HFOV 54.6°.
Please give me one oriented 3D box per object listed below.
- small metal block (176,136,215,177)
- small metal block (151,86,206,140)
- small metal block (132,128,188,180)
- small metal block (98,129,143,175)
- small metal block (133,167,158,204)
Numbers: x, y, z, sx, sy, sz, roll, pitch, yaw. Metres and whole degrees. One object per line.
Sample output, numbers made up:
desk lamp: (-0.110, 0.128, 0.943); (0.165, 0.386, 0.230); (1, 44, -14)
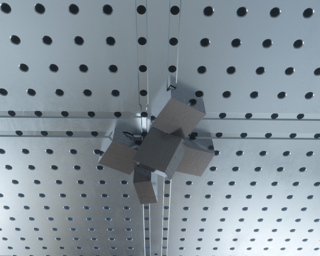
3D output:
small metal block: (0.044, 0.040, 0.446); (0.050, 0.025, 0.050); (14, 129, -12)
small metal block: (0.022, -0.018, 0.396); (0.050, 0.025, 0.050); (24, 126, -19)
small metal block: (0.001, 0.033, 0.407); (0.050, 0.050, 0.025); (18, 159, 31)
small metal block: (-0.053, 0.035, 0.441); (0.050, 0.025, 0.050); (24, 126, -19)
small metal block: (-0.020, 0.077, 0.460); (0.025, 0.050, 0.050); (-7, 130, 6)
